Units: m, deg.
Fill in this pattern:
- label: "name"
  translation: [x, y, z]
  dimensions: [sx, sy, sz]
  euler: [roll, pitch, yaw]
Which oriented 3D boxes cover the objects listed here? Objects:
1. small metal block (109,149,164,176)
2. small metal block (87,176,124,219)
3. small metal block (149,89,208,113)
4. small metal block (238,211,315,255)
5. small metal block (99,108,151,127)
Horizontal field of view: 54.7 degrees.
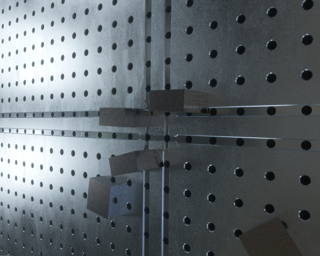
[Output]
- label: "small metal block"
  translation: [-0.032, 0.046, 0.417]
  dimensions: [0.050, 0.050, 0.025]
  euler: [-17, 79, 38]
- label: "small metal block"
  translation: [-0.085, 0.106, 0.477]
  dimensions: [0.050, 0.025, 0.050]
  euler: [11, 97, 39]
- label: "small metal block"
  translation: [0.023, -0.031, 0.373]
  dimensions: [0.050, 0.050, 0.025]
  euler: [3, 92, 39]
- label: "small metal block"
  translation: [0.117, 0.120, 0.312]
  dimensions: [0.050, 0.025, 0.050]
  euler: [-42, 65, 32]
- label: "small metal block"
  translation: [-0.048, -0.015, 0.431]
  dimensions: [0.050, 0.050, 0.025]
  euler: [4, 93, 39]
